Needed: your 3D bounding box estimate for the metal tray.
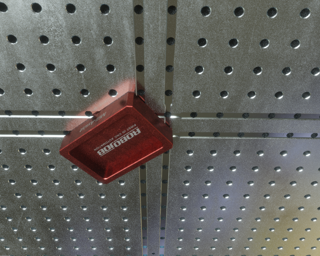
[{"bbox_3d":[-0.059,0.019,0.423,0.130,0.030,0.090,-31,124,23],"label":"metal tray"}]
